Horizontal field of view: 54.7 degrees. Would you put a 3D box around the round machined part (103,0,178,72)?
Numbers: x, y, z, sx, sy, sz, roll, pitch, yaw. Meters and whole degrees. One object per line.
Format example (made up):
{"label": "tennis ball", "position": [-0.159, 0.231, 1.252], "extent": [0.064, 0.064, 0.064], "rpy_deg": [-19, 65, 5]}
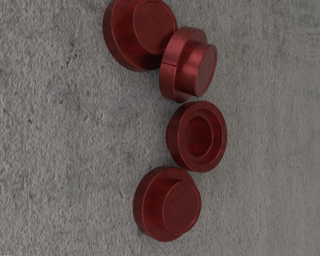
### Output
{"label": "round machined part", "position": [-0.017, -0.120, 0.379], "extent": [0.099, 0.042, 0.097], "rpy_deg": [0, 90, -40]}

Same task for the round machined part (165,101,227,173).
{"label": "round machined part", "position": [0.047, 0.012, 0.433], "extent": [0.099, 0.042, 0.097], "rpy_deg": [0, 90, -40]}

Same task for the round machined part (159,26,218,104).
{"label": "round machined part", "position": [0.041, -0.078, 0.399], "extent": [0.098, 0.042, 0.097], "rpy_deg": [-48, 150, -40]}

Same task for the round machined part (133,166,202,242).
{"label": "round machined part", "position": [0.016, 0.101, 0.408], "extent": [0.099, 0.042, 0.097], "rpy_deg": [0, 90, -40]}
